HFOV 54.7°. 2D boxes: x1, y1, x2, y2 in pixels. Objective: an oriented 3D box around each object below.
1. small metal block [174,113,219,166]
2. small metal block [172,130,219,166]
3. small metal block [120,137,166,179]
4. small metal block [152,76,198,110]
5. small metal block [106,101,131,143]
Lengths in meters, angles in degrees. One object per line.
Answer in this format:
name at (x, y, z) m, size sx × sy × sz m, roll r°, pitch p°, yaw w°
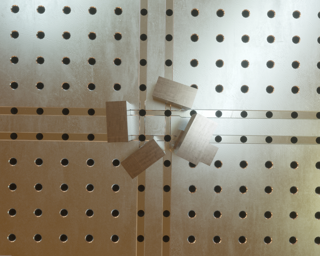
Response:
small metal block at (0.039, 0.012, 0.351) m, size 0.025 × 0.050 × 0.050 m, roll 27°, pitch 90°, yaw -1°
small metal block at (0.044, 0.024, 0.402) m, size 0.050 × 0.050 × 0.025 m, roll 26°, pitch 90°, yaw -1°
small metal block at (-0.021, 0.037, 0.401) m, size 0.050 × 0.050 × 0.025 m, roll -37°, pitch 90°, yaw 0°
small metal block at (0.018, -0.044, 0.401) m, size 0.050 × 0.050 × 0.025 m, roll 19°, pitch 90°, yaw -1°
small metal block at (-0.052, -0.008, 0.400) m, size 0.025 × 0.050 × 0.050 m, roll -3°, pitch 90°, yaw 0°
